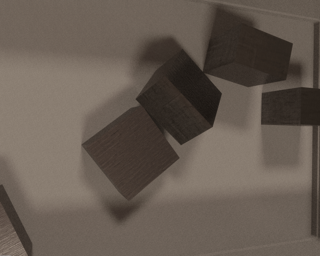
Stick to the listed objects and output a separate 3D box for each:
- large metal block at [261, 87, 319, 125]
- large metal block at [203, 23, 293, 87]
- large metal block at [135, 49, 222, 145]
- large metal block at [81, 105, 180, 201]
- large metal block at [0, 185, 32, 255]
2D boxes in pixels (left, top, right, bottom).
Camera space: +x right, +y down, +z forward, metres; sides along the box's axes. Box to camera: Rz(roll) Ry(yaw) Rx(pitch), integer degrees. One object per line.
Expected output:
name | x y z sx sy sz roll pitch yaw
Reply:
large metal block | 0.210 -0.029 0.461 0.081 0.080 0.050 2 90 -20
large metal block | 0.118 -0.095 0.426 0.081 0.080 0.050 14 86 -20
large metal block | 0.027 -0.040 0.388 0.080 0.050 0.080 45 37 -15
large metal block | -0.037 0.029 0.384 0.080 0.050 0.080 -39 103 -16
large metal block | -0.193 0.117 0.326 0.081 0.050 0.080 -25 99 -19
